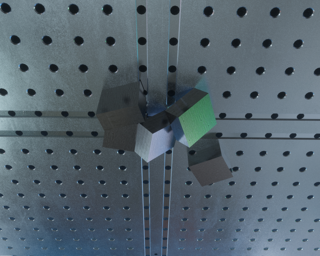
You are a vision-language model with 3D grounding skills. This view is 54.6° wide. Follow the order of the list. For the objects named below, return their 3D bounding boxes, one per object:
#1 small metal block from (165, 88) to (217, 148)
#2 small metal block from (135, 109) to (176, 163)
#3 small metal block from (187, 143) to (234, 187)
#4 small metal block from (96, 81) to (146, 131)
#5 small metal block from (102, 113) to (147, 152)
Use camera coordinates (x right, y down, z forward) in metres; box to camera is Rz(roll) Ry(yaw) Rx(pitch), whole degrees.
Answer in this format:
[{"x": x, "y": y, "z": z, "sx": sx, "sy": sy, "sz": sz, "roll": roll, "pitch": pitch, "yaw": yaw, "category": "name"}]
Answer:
[{"x": 0.039, "y": -0.013, "z": 0.384, "sx": 0.050, "sy": 0.025, "sz": 0.050, "roll": -39, "pitch": 131, "yaw": -20, "category": "small metal block"}, {"x": -0.003, "y": 0.010, "z": 0.401, "sx": 0.050, "sy": 0.025, "sz": 0.050, "roll": -27, "pitch": 143, "yaw": -37, "category": "small metal block"}, {"x": 0.075, "y": 0.056, "z": 0.460, "sx": 0.050, "sy": 0.025, "sz": 0.050, "roll": -21, "pitch": 127, "yaw": 17, "category": "small metal block"}, {"x": -0.045, "y": -0.027, "z": 0.372, "sx": 0.050, "sy": 0.050, "sz": 0.025, "roll": -12, "pitch": 129, "yaw": 10, "category": "small metal block"}, {"x": -0.047, "y": 0.003, "z": 0.414, "sx": 0.050, "sy": 0.025, "sz": 0.050, "roll": 10, "pitch": 130, "yaw": -8, "category": "small metal block"}]
